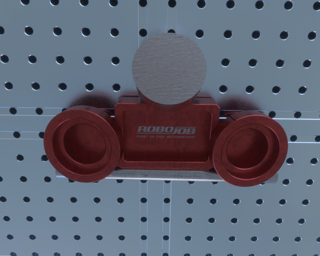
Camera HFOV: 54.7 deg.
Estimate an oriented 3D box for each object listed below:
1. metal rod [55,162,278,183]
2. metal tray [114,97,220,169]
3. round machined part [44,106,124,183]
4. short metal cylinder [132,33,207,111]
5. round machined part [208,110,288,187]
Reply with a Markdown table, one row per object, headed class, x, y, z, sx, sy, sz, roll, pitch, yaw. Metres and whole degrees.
| class | x | y | z | sx | sy | sz | roll | pitch | yaw |
| --- | --- | --- | --- | --- | --- | --- | --- | --- | --- |
| metal rod | 0.010 | 0.061 | 0.432 | 0.302 | 0.025 | 0.025 | 2 | 110 | -1 |
| metal tray | 0.008 | 0.007 | 0.408 | 0.131 | 0.030 | 0.089 | 1 | 111 | -1 |
| round machined part | -0.094 | 0.018 | 0.401 | 0.099 | 0.042 | 0.097 | 2 | 108 | 7 |
| short metal cylinder | 0.010 | -0.062 | 0.358 | 0.081 | 0.050 | 0.080 | 0 | 84 | 0 |
| round machined part | 0.110 | 0.024 | 0.405 | 0.099 | 0.042 | 0.097 | -3 | 109 | -8 |
